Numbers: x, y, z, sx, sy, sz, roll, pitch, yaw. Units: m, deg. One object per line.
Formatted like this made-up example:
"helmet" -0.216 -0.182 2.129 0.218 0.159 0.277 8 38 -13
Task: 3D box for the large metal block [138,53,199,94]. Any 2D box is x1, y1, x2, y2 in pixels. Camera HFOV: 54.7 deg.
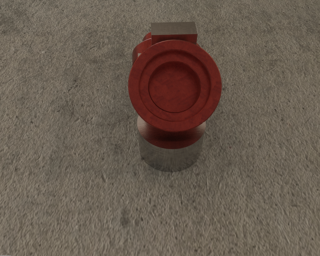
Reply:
"large metal block" 0.013 -0.052 0.412 0.081 0.080 0.050 -2 50 -2

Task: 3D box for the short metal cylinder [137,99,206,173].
"short metal cylinder" 0.013 0.008 0.383 0.081 0.050 0.080 0 50 0

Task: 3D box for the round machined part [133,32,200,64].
"round machined part" 0.010 -0.106 0.441 0.099 0.098 0.042 -2 75 -2

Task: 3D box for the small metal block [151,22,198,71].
"small metal block" 0.015 -0.095 0.364 0.050 0.050 0.025 -2 50 -2

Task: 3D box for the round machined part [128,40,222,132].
"round machined part" 0.016 -0.044 0.345 0.099 0.042 0.097 0 88 -2
